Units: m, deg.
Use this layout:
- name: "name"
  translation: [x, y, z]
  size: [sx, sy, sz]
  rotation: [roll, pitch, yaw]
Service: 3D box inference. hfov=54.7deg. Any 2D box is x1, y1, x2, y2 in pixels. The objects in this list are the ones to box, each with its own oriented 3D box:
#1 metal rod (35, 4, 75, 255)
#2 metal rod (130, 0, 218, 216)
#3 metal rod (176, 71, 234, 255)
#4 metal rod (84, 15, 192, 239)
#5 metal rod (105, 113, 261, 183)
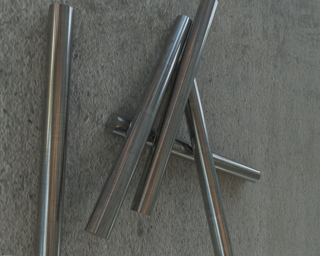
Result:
- name: "metal rod"
  translation: [-0.108, 0.026, 0.314]
  size: [0.025, 0.025, 0.298]
  rotation: [4, 87, -40]
- name: "metal rod"
  translation: [0.024, -0.040, 0.392]
  size: [0.025, 0.025, 0.299]
  rotation: [31, 69, -36]
- name: "metal rod"
  translation: [0.062, 0.055, 0.415]
  size: [0.025, 0.025, 0.298]
  rotation: [-5, 81, -40]
- name: "metal rod"
  translation: [-0.014, -0.023, 0.364]
  size: [0.025, 0.025, 0.300]
  rotation: [40, 57, -33]
- name: "metal rod"
  translation: [0.054, 0.039, 0.450]
  size: [0.302, 0.025, 0.025]
  rotation: [22, 76, -38]
